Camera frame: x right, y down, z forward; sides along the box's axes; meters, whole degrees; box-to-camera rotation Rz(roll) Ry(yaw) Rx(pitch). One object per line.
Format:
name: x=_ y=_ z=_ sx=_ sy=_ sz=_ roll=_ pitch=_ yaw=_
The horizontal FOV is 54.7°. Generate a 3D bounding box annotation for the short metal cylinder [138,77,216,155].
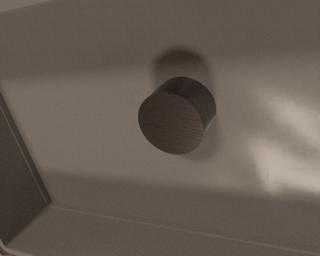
short metal cylinder: x=0.021 y=-0.015 z=0.371 sx=0.080 sy=0.050 sz=0.079 roll=13 pitch=124 yaw=20
